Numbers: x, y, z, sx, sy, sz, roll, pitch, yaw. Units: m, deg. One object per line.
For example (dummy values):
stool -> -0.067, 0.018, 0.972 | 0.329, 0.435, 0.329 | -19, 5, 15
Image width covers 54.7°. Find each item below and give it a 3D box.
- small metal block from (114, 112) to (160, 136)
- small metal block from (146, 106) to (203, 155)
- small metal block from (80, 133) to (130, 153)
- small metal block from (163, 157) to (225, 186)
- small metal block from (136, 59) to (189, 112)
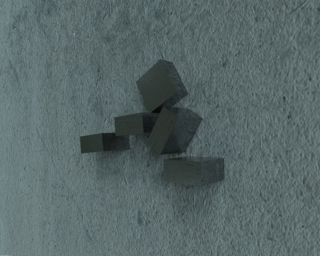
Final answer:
small metal block -> -0.024, -0.004, 0.408 | 0.050, 0.050, 0.025 | -7, 86, 40
small metal block -> 0.018, 0.003, 0.374 | 0.025, 0.050, 0.050 | 38, 113, 33
small metal block -> -0.081, 0.022, 0.455 | 0.050, 0.050, 0.025 | -8, 85, 40
small metal block -> 0.040, 0.048, 0.356 | 0.050, 0.050, 0.025 | -1, 90, 40
small metal block -> 0.002, -0.053, 0.404 | 0.050, 0.025, 0.050 | -37, 68, 34
